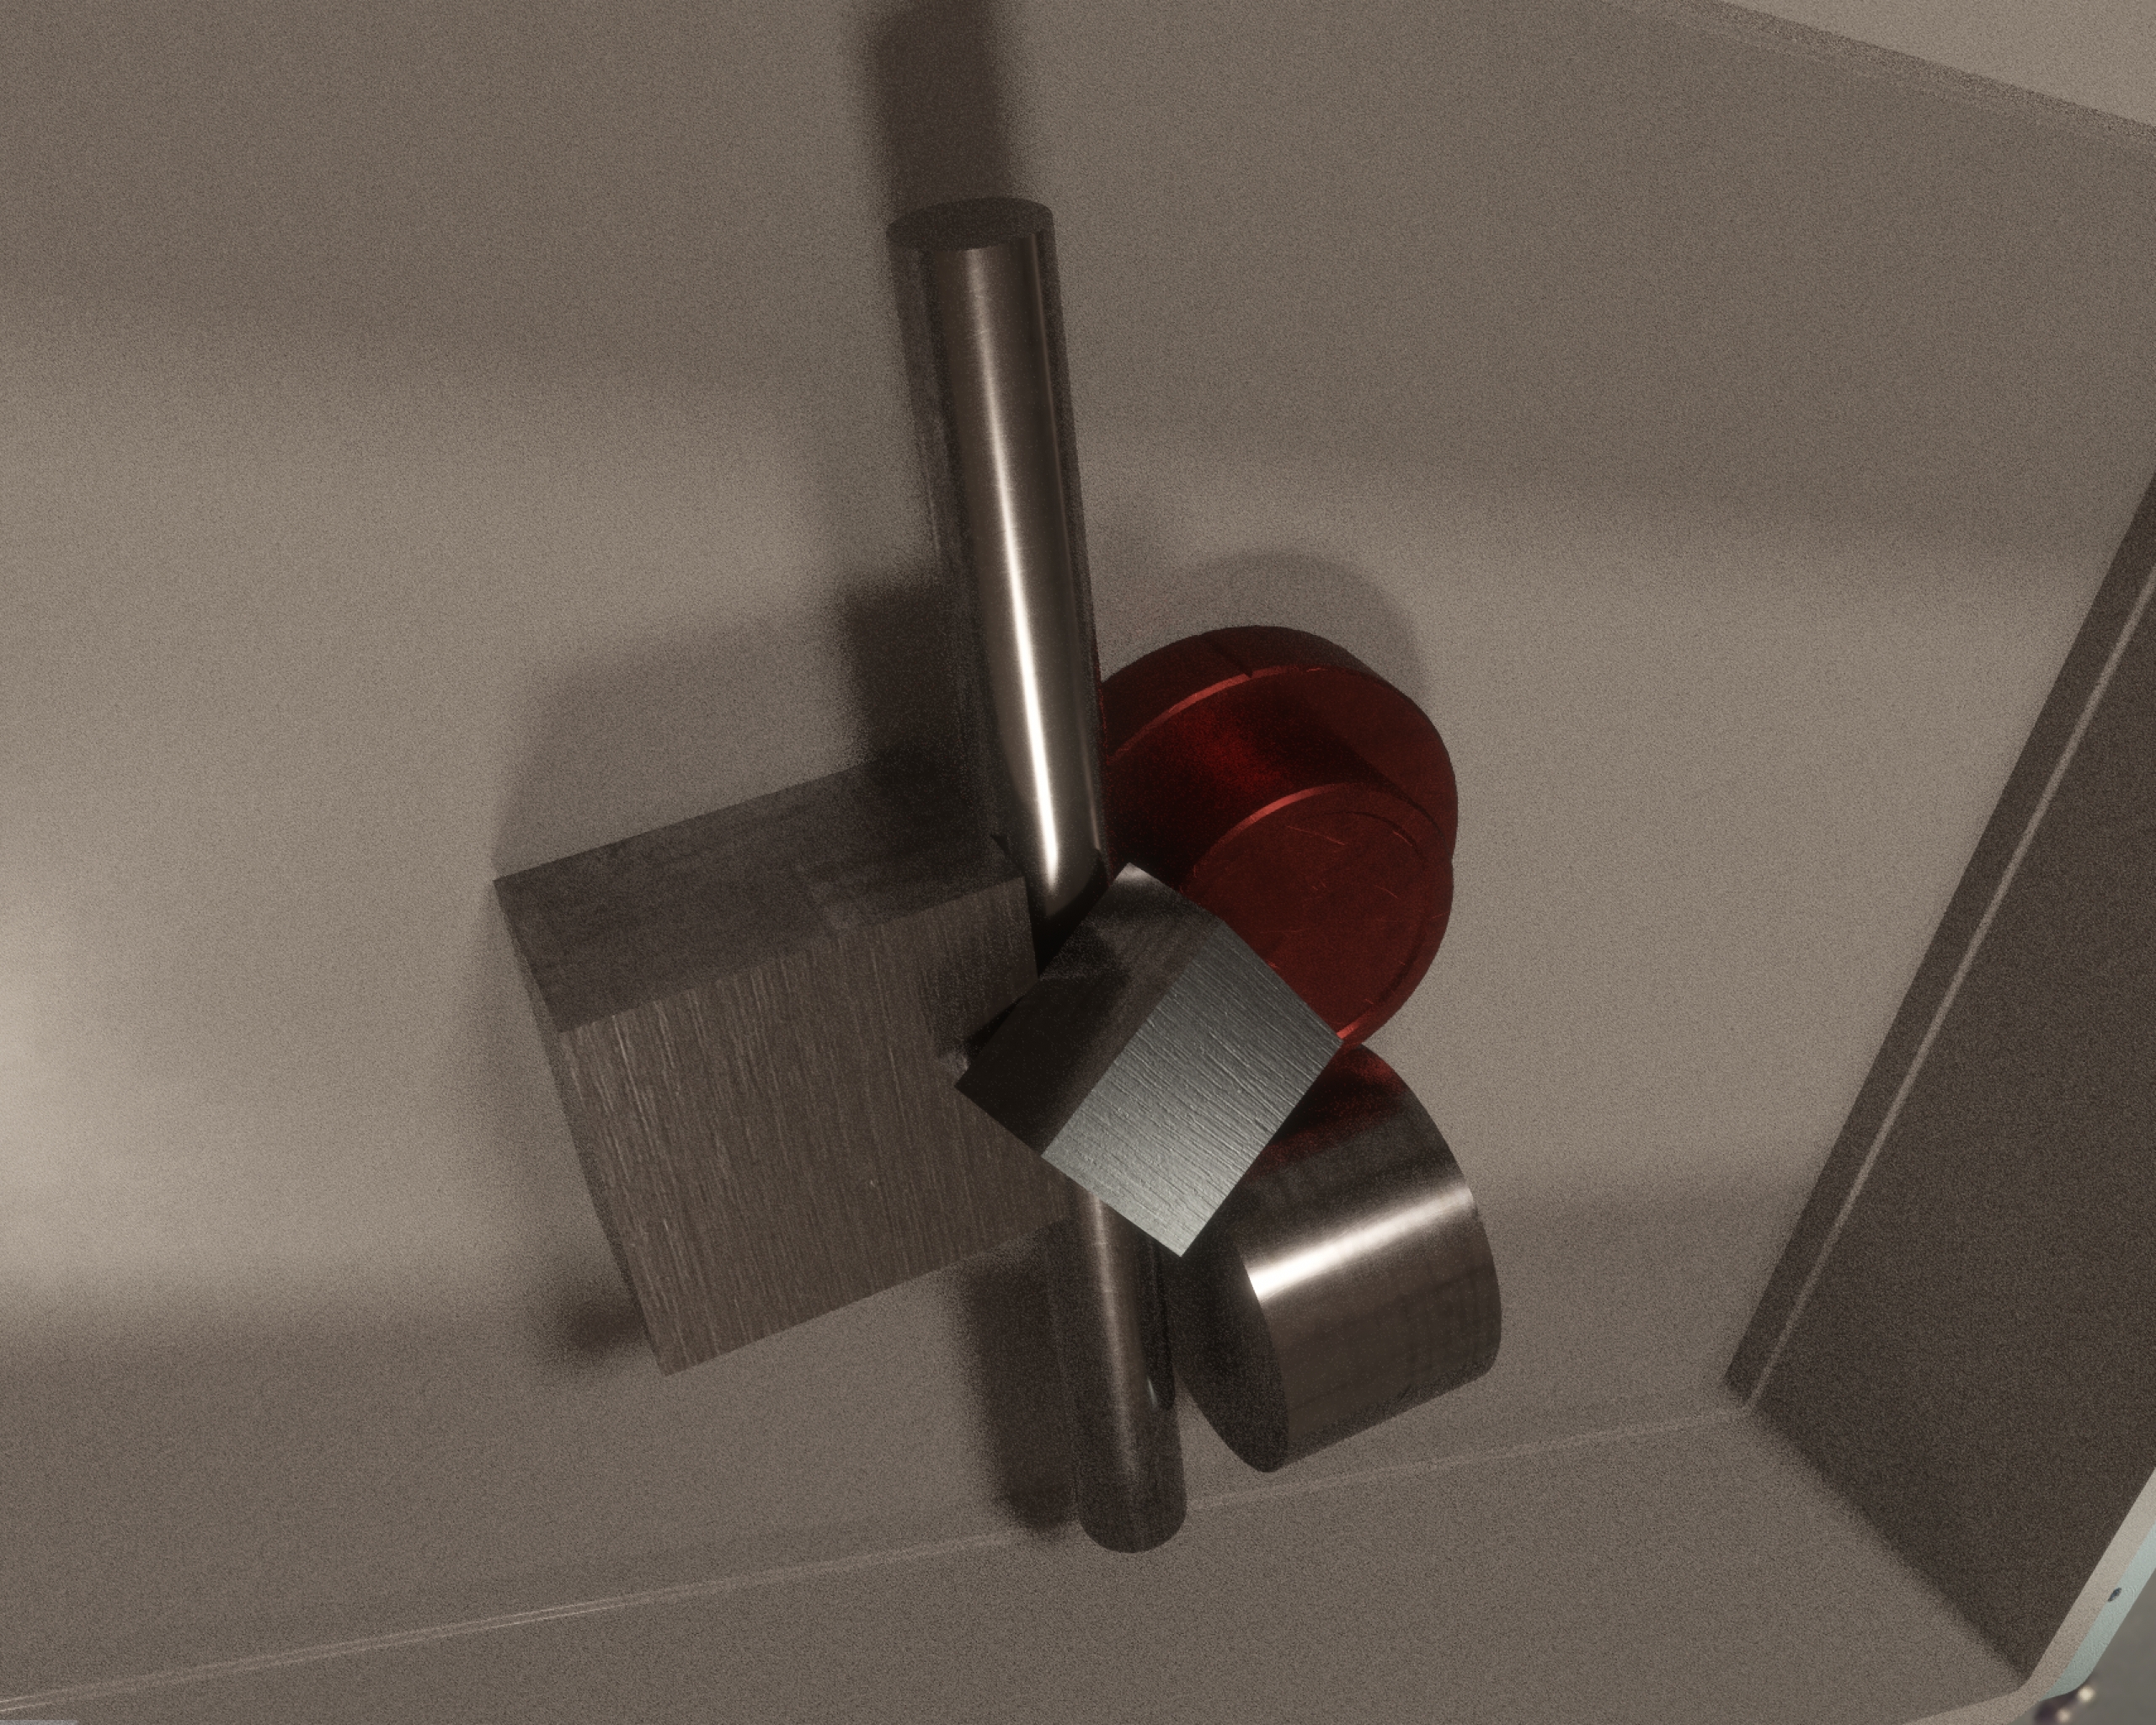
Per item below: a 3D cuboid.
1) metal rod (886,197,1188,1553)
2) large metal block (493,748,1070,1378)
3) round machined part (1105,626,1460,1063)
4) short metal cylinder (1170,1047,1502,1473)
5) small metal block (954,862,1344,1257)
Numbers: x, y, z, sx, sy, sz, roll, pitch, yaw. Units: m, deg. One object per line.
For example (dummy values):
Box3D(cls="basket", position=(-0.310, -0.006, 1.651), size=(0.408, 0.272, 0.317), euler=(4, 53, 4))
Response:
Box3D(cls="metal rod", position=(-0.002, 0.026, 0.396), size=(0.025, 0.025, 0.298), euler=(-19, 126, -18))
Box3D(cls="large metal block", position=(-0.052, 0.035, 0.382), size=(0.081, 0.050, 0.079), euler=(-19, 126, -18))
Box3D(cls="round machined part", position=(0.036, 0.005, 0.419), size=(0.099, 0.042, 0.097), euler=(-14, 125, -21))
Box3D(cls="short metal cylinder", position=(0.047, 0.084, 0.451), size=(0.050, 0.080, 0.079), euler=(-19, 126, -18))
Box3D(cls="small metal block", position=(0.014, 0.036, 0.376), size=(0.050, 0.025, 0.050), euler=(-52, 137, -6))
